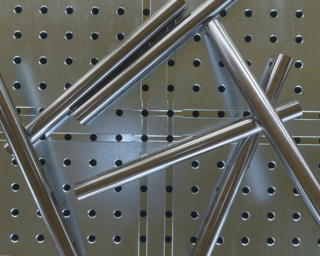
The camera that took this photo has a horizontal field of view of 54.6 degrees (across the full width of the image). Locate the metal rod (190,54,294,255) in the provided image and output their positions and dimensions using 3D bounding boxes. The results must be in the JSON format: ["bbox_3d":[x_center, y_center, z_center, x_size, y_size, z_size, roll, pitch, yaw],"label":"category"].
[{"bbox_3d":[0.107,0.044,0.414,0.025,0.025,0.299,23,90,0],"label":"metal rod"}]

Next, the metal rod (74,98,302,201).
[{"bbox_3d":[0.031,0.030,0.398,0.301,0.025,0.025,-22,90,6],"label":"metal rod"}]

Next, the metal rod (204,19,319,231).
[{"bbox_3d":[0.127,-0.008,0.359,0.025,0.025,0.299,-24,69,0],"label":"metal rod"}]

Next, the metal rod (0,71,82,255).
[{"bbox_3d":[-0.166,0.043,0.390,0.025,0.025,0.299,-20,99,0],"label":"metal rod"}]

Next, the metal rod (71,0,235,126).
[{"bbox_3d":[0.006,-0.109,0.413,0.300,0.025,0.025,-40,90,0],"label":"metal rod"}]

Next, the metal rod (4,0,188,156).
[{"bbox_3d":[-0.084,-0.069,0.412,0.300,0.025,0.025,-41,90,0],"label":"metal rod"}]
